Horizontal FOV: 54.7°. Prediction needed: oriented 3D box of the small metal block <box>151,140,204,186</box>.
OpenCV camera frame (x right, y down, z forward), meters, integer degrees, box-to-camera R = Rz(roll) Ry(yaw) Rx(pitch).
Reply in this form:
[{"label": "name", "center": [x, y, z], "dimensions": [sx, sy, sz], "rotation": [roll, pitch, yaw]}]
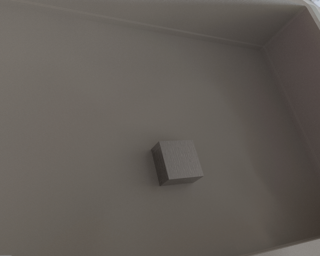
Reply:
[{"label": "small metal block", "center": [0.021, 0.044, 0.392], "dimensions": [0.050, 0.025, 0.050], "rotation": [0, 62, -29]}]
